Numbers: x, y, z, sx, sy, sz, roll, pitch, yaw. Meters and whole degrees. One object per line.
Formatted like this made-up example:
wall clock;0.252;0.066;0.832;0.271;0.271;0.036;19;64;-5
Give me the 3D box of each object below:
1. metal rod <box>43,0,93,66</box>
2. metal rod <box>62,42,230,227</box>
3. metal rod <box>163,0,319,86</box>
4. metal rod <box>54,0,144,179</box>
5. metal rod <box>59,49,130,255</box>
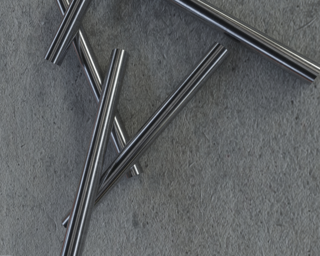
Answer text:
metal rod;-0.082;-0.224;0.421;0.025;0.025;0.299;28;93;18
metal rod;-0.021;0.015;0.395;0.025;0.025;0.299;42;95;15
metal rod;0.059;-0.143;0.387;0.300;0.025;0.025;36;102;16
metal rod;-0.092;-0.071;0.441;0.025;0.025;0.299;-26;82;18
metal rod;-0.082;0.038;0.389;0.025;0.025;0.299;5;73;20
